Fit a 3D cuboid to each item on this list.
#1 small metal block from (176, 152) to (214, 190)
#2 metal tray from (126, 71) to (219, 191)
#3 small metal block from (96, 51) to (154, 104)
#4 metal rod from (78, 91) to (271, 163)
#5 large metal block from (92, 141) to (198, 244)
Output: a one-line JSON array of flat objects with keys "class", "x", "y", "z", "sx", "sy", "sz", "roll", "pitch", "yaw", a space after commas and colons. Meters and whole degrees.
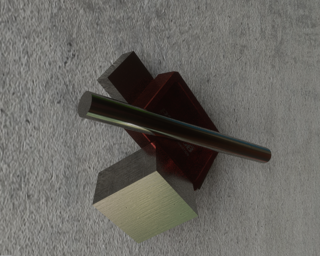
[{"class": "small metal block", "x": 0.045, "y": 0.053, "z": 0.446, "sx": 0.050, "sy": 0.025, "sz": 0.050, "roll": 46, "pitch": 62, "yaw": -31}, {"class": "metal tray", "x": 0.022, "y": 0.006, "z": 0.390, "sx": 0.130, "sy": 0.030, "sz": 0.090, "roll": 51, "pitch": 60, "yaw": -28}, {"class": "small metal block", "x": -0.039, "y": -0.056, "z": 0.375, "sx": 0.050, "sy": 0.025, "sz": 0.050, "roll": 52, "pitch": 59, "yaw": -28}, {"class": "metal rod", "x": 0.045, "y": 0.010, "z": 0.374, "sx": 0.302, "sy": 0.025, "sz": 0.025, "roll": 16, "pitch": 80, "yaw": -39}, {"class": "large metal block", "x": -0.015, "y": 0.074, "z": 0.349, "sx": 0.080, "sy": 0.080, "sz": 0.050, "roll": 51, "pitch": 18, "yaw": -28}]
